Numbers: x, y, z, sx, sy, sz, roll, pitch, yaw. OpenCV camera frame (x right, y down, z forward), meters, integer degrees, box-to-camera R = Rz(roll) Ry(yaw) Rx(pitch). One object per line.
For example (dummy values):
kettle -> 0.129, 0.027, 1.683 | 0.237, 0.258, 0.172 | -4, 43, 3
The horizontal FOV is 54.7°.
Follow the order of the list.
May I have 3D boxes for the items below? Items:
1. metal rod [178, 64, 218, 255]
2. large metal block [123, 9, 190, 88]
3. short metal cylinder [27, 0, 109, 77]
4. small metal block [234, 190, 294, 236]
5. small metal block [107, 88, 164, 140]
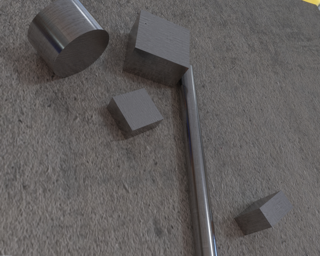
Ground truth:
metal rod -> 0.046, 0.038, 0.407 | 0.025, 0.025, 0.299 | 11, 57, -23
large metal block -> -0.004, -0.116, 0.458 | 0.081, 0.050, 0.080 | 17, 55, -19
short metal cylinder -> -0.110, -0.108, 0.376 | 0.081, 0.080, 0.050 | -34, 82, -38
small metal block -> 0.131, 0.108, 0.395 | 0.050, 0.050, 0.025 | -22, 74, -36
small metal block -> -0.032, -0.019, 0.400 | 0.050, 0.025, 0.050 | -22, 74, -36
